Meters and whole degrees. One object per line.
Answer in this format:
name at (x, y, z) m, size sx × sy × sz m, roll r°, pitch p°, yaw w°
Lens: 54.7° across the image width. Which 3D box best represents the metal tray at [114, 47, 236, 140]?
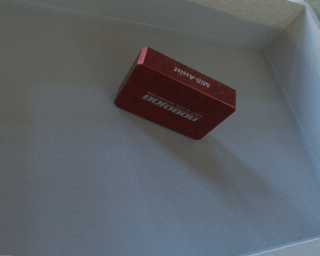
metal tray at (0.018, -0.038, 0.394) m, size 0.131 × 0.090 × 0.030 m, roll 23°, pitch 53°, yaw -16°
